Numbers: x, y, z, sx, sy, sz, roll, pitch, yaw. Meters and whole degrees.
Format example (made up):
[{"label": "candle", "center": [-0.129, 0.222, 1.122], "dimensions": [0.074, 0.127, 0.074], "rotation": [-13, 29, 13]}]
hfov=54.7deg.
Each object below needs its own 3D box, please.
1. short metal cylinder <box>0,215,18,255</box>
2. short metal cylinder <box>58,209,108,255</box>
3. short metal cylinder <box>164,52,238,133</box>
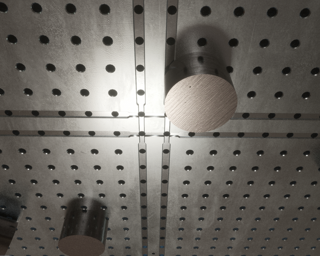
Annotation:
[{"label": "short metal cylinder", "center": [-0.289, 0.193, 0.535], "dimensions": [0.050, 0.080, 0.080], "rotation": [27, 125, -21]}, {"label": "short metal cylinder", "center": [-0.136, 0.191, 0.556], "dimensions": [0.081, 0.050, 0.079], "rotation": [0, 130, 0]}, {"label": "short metal cylinder", "center": [0.045, -0.041, 0.361], "dimensions": [0.081, 0.050, 0.079], "rotation": [0, 130, 0]}]
